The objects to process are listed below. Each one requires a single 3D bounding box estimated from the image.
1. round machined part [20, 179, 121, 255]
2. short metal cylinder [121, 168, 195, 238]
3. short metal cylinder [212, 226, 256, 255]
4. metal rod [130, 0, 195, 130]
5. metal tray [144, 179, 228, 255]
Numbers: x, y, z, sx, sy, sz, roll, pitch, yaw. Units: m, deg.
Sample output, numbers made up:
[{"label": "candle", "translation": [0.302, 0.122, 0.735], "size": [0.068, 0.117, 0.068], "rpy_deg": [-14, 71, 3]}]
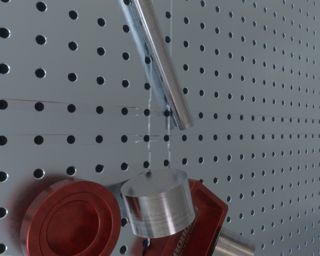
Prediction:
[{"label": "round machined part", "translation": [-0.093, 0.101, 0.320], "size": [0.099, 0.042, 0.097], "rpy_deg": [0, 90, -40]}, {"label": "short metal cylinder", "translation": [-0.002, 0.087, 0.372], "size": [0.081, 0.080, 0.050], "rpy_deg": [-22, 104, -38]}, {"label": "short metal cylinder", "translation": [0.099, 0.192, 0.451], "size": [0.080, 0.050, 0.080], "rpy_deg": [-59, 163, -30]}, {"label": "metal rod", "translation": [-0.015, -0.135, 0.396], "size": [0.025, 0.025, 0.299], "rpy_deg": [-34, 111, -35]}, {"label": "metal tray", "translation": [0.041, 0.149, 0.439], "size": [0.090, 0.030, 0.130], "rpy_deg": [42, 64, -32]}]
